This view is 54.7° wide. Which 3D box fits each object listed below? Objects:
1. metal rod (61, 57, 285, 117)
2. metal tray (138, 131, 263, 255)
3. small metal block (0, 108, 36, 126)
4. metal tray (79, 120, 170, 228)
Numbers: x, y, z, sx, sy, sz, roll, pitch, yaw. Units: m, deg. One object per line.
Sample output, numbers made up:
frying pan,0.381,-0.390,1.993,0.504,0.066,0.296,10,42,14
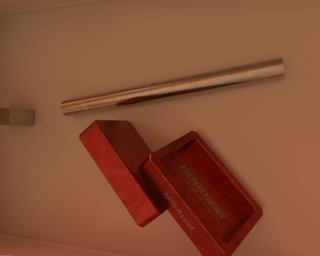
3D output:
metal rod,0.002,-0.049,0.408,0.301,0.025,0.025,-8,87,19
metal tray,0.048,0.073,0.356,0.130,0.091,0.030,51,133,13
small metal block,-0.231,-0.018,0.477,0.050,0.050,0.025,5,92,19
metal tray,-0.033,0.049,0.386,0.030,0.090,0.130,-40,78,16
